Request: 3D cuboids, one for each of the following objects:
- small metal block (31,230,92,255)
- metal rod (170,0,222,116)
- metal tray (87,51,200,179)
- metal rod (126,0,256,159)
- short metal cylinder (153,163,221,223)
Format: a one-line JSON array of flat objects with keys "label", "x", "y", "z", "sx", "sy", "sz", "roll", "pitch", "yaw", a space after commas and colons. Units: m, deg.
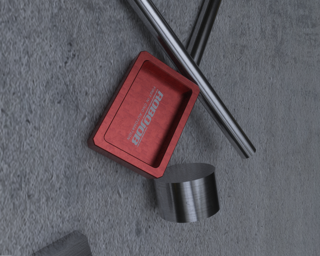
[{"label": "small metal block", "x": -0.098, "y": 0.145, "z": 0.324, "sx": 0.050, "sy": 0.025, "sz": 0.050, "roll": -22, "pitch": 104, "yaw": -38}, {"label": "metal rod", "x": 0.064, "y": -0.144, "z": 0.459, "sx": 0.025, "sy": 0.025, "sz": 0.299, "roll": 32, "pitch": 70, "yaw": -36}, {"label": "metal tray", "x": -0.016, "y": -0.015, "z": 0.372, "sx": 0.090, "sy": 0.030, "sz": 0.130, "roll": 31, "pitch": 69, "yaw": -17}, {"label": "metal rod", "x": 0.040, "y": -0.075, "z": 0.409, "sx": 0.300, "sy": 0.025, "sz": 0.025, "roll": 51, "pitch": 59, "yaw": -17}, {"label": "short metal cylinder", "x": 0.034, "y": 0.081, "z": 0.400, "sx": 0.081, "sy": 0.080, "sz": 0.050, "roll": -16, "pitch": 100, "yaw": -39}]
